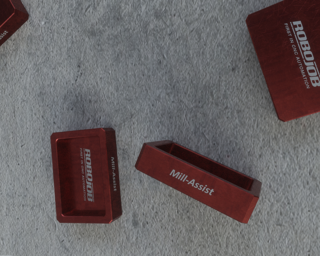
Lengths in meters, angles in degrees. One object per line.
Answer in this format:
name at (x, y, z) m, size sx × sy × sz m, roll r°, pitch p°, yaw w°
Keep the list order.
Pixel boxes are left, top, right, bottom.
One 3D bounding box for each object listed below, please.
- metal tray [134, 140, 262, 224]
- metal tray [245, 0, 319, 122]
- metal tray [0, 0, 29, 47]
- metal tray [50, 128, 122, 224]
metal tray at (0.047, 0.055, 0.357) m, size 0.130 × 0.090 × 0.030 m, roll 24°, pitch 98°, yaw 18°
metal tray at (0.161, -0.080, 0.349) m, size 0.090 × 0.030 × 0.129 m, roll -18°, pitch 84°, yaw 19°
metal tray at (-0.286, -0.179, 0.507) m, size 0.130 × 0.030 × 0.090 m, roll -35°, pitch 79°, yaw 16°
metal tray at (-0.106, 0.067, 0.443) m, size 0.090 × 0.030 × 0.129 m, roll -6°, pitch 88°, yaw 19°
